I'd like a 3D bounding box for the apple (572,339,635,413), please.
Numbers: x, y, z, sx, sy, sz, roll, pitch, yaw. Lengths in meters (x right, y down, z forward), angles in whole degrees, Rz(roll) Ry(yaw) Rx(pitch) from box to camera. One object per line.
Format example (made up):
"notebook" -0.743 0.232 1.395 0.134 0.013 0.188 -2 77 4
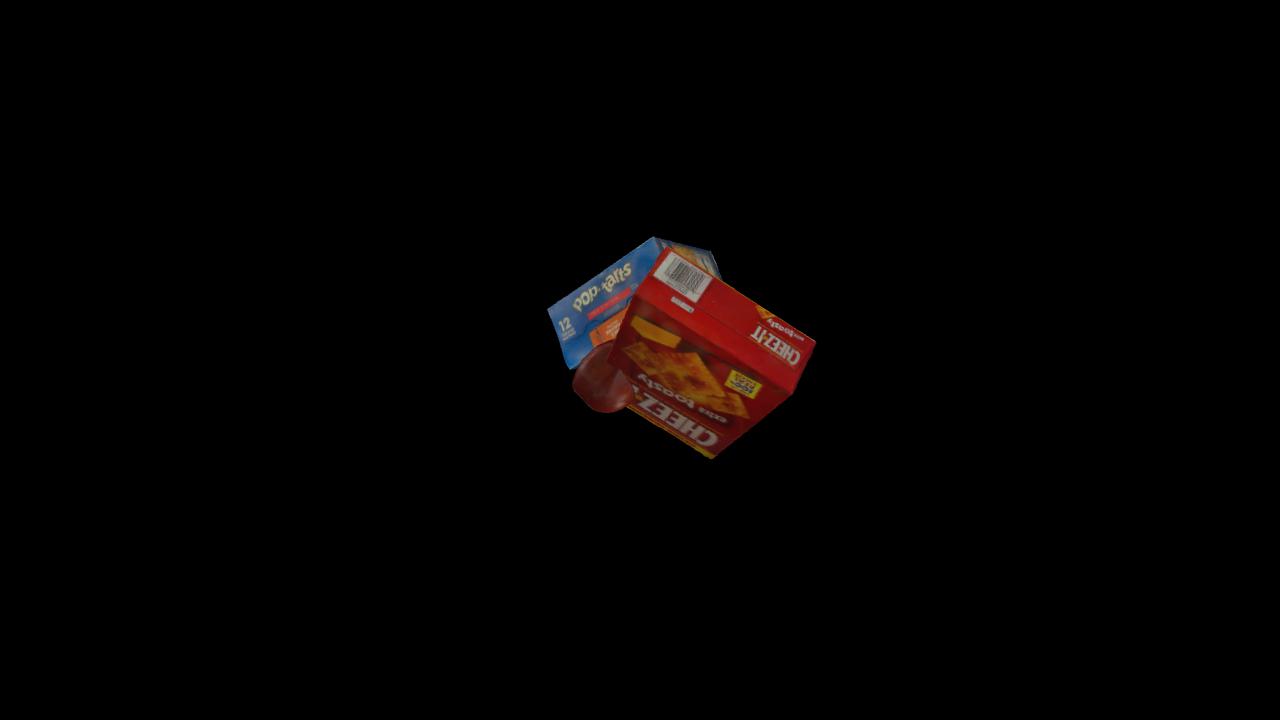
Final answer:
"apple" -0.031 0.017 0.690 0.079 0.093 0.079 29 28 -17

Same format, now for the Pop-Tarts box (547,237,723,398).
"Pop-Tarts box" 0.003 -0.061 0.732 0.167 0.083 0.141 -30 -14 30

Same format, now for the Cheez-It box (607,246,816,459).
"Cheez-It box" 0.053 0.007 0.635 0.166 0.071 0.223 33 -27 2
